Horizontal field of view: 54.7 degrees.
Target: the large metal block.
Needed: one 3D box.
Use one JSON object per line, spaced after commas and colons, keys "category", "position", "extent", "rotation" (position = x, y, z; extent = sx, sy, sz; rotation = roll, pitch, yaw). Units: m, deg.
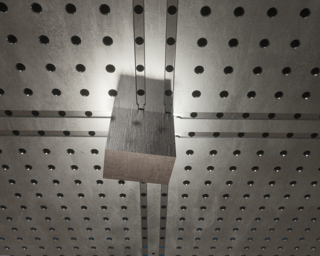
{"category": "large metal block", "position": [-0.026, 0.021, 0.393], "extent": [0.081, 0.080, 0.050], "rotation": [7, 130, -7]}
